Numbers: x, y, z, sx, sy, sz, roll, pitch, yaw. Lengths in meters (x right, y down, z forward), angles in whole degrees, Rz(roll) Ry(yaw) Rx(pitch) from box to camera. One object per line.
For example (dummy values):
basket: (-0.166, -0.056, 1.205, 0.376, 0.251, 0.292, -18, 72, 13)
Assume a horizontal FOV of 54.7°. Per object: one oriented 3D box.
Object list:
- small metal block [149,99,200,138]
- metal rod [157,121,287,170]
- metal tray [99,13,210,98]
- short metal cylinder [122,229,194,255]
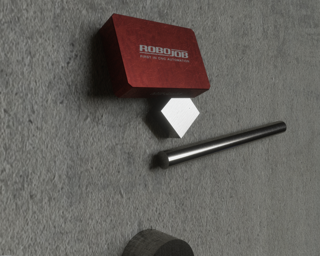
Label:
small metal block: (0.021, -0.021, 0.422, 0.050, 0.025, 0.050, -52, 121, -27)
metal rod: (0.118, 0.020, 0.503, 0.302, 0.025, 0.025, -11, 97, -39)
metal tray: (-0.002, -0.084, 0.382, 0.131, 0.030, 0.090, -5, 75, -40)
short metal cylinder: (-0.003, 0.173, 0.387, 0.081, 0.050, 0.080, 0, 90, -40)
